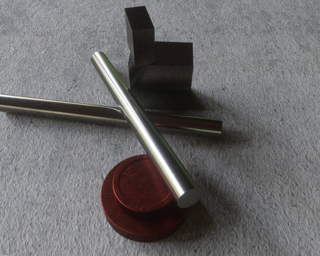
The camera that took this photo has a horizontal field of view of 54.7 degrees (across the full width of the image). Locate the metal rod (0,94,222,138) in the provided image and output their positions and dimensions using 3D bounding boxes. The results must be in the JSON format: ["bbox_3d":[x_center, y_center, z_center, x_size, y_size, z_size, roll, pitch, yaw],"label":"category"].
[{"bbox_3d":[-0.070,-0.017,0.416,0.302,0.025,0.025,7,50,5],"label":"metal rod"}]

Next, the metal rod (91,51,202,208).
[{"bbox_3d":[-0.035,-0.023,0.384,0.025,0.025,0.300,-19,43,-16],"label":"metal rod"}]

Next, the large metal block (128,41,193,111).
[{"bbox_3d":[0.002,-0.071,0.427,0.081,0.080,0.050,2,50,1],"label":"large metal block"}]

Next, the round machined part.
[{"bbox_3d":[-0.015,0.068,0.335,0.099,0.042,0.098,0,50,0],"label":"round machined part"}]

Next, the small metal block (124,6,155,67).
[{"bbox_3d":[-0.024,-0.112,0.377,0.025,0.050,0.050,-11,51,-9],"label":"small metal block"}]
